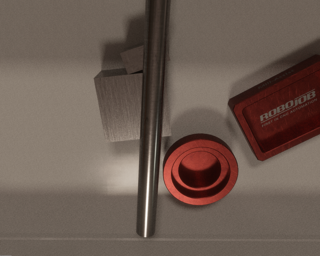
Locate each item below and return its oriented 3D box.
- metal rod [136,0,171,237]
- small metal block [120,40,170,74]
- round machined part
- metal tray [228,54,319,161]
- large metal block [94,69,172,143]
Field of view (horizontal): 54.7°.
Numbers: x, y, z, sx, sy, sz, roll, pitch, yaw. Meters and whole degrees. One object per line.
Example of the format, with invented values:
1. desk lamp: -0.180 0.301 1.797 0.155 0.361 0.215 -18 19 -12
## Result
1. metal rod: -0.010 -0.003 0.356 0.025 0.025 0.298 3 111 -2
2. small metal block: -0.016 -0.087 0.366 0.050 0.050 0.025 -17 109 6
3. round machined part: 0.053 0.052 0.422 0.099 0.042 0.097 0 110 -1
4. metal tray: 0.167 -0.025 0.401 0.130 0.030 0.090 -28 108 9
5. large metal block: -0.031 -0.032 0.386 0.080 0.050 0.079 -6 110 2
